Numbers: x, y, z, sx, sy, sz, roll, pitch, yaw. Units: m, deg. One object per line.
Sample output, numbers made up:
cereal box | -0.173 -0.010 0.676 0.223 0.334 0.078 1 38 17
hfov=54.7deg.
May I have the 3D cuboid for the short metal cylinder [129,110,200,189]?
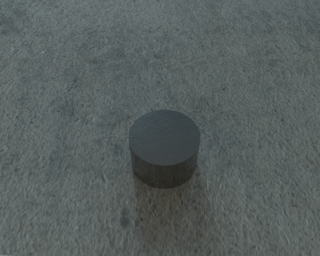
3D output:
short metal cylinder | 0.005 0.024 0.367 0.081 0.050 0.080 0 50 0
